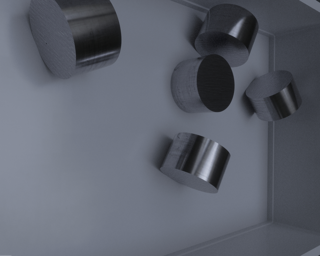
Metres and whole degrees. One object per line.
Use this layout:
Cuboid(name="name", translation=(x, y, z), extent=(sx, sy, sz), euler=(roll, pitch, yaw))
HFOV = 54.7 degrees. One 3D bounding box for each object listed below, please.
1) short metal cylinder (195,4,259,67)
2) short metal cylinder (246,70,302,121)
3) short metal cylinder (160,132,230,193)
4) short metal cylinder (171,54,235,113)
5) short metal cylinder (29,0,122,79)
Cuboid(name="short metal cylinder", translation=(0.098, -0.134, 0.455), extent=(0.080, 0.080, 0.050), euler=(36, 68, -35))
Cuboid(name="short metal cylinder", translation=(0.198, -0.057, 0.540), extent=(0.080, 0.080, 0.050), euler=(-50, 120, -29))
Cuboid(name="short metal cylinder", translation=(0.047, 0.047, 0.413), extent=(0.080, 0.080, 0.050), euler=(38, 67, -34))
Cuboid(name="short metal cylinder", translation=(0.062, -0.062, 0.445), extent=(0.081, 0.050, 0.079), euler=(0, 90, -40))
Cuboid(name="short metal cylinder", translation=(-0.083, -0.093, 0.302), extent=(0.050, 0.080, 0.080), euler=(-28, 108, -37))
